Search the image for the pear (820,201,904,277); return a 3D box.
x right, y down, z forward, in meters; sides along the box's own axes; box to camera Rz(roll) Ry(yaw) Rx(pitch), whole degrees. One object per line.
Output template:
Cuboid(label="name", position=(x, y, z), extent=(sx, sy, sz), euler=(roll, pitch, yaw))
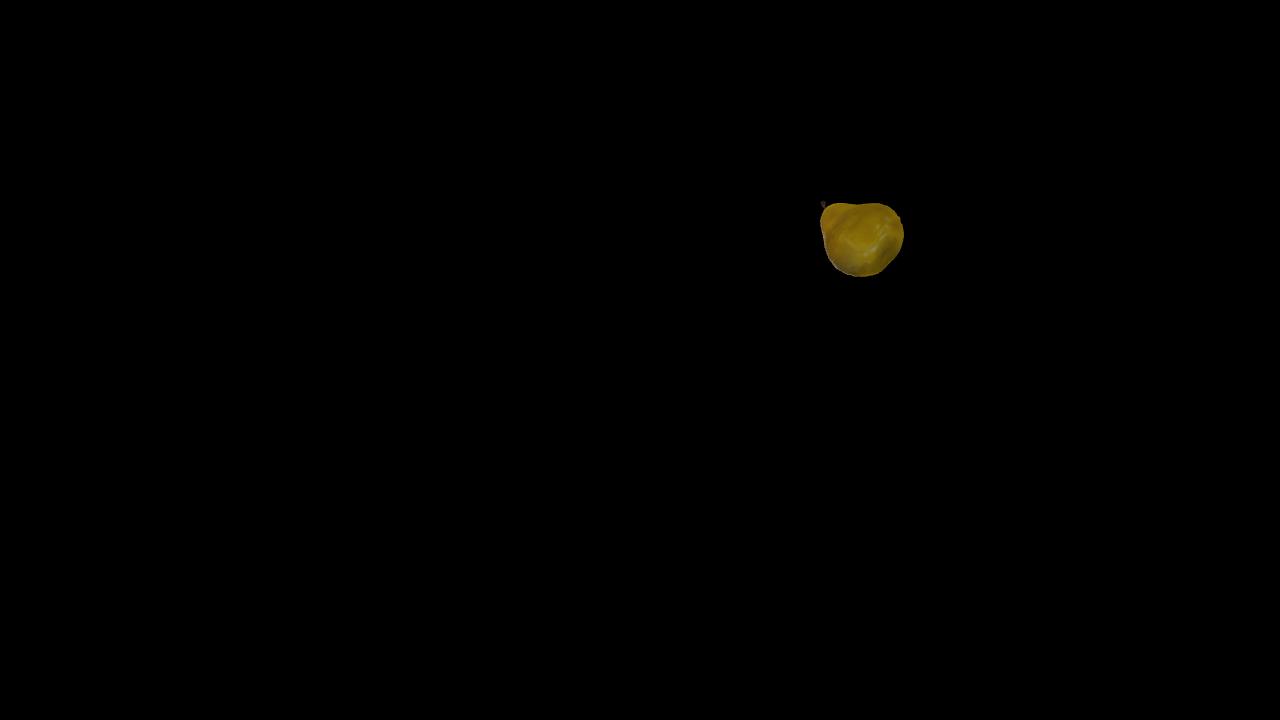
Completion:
Cuboid(label="pear", position=(0.222, -0.140, 0.661), extent=(0.080, 0.080, 0.111), euler=(0, 33, -42))
